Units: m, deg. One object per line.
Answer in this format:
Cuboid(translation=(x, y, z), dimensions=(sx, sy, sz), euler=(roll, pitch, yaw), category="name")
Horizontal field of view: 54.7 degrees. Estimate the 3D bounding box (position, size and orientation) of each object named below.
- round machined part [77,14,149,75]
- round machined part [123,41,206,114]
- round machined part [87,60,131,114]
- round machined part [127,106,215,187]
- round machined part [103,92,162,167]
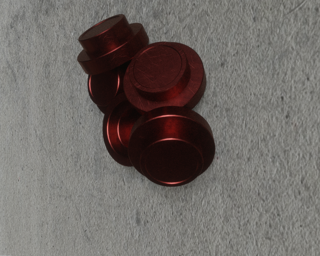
Cuboid(translation=(-0.068, -0.116, 0.411), dimensions=(0.098, 0.098, 0.042), euler=(1, 133, 39), category="round machined part")
Cuboid(translation=(0.002, -0.061, 0.363), dimensions=(0.098, 0.042, 0.098), euler=(-6, 66, 14), category="round machined part")
Cuboid(translation=(-0.068, -0.065, 0.451), dimensions=(0.098, 0.042, 0.097), euler=(0, 90, 39), category="round machined part")
Cuboid(translation=(0.013, 0.027, 0.347), dimensions=(0.097, 0.098, 0.042), euler=(-50, 20, 28), category="round machined part")
Cuboid(translation=(-0.029, 0.001, 0.417), dimensions=(0.098, 0.042, 0.097), euler=(0, 90, 39), category="round machined part")
